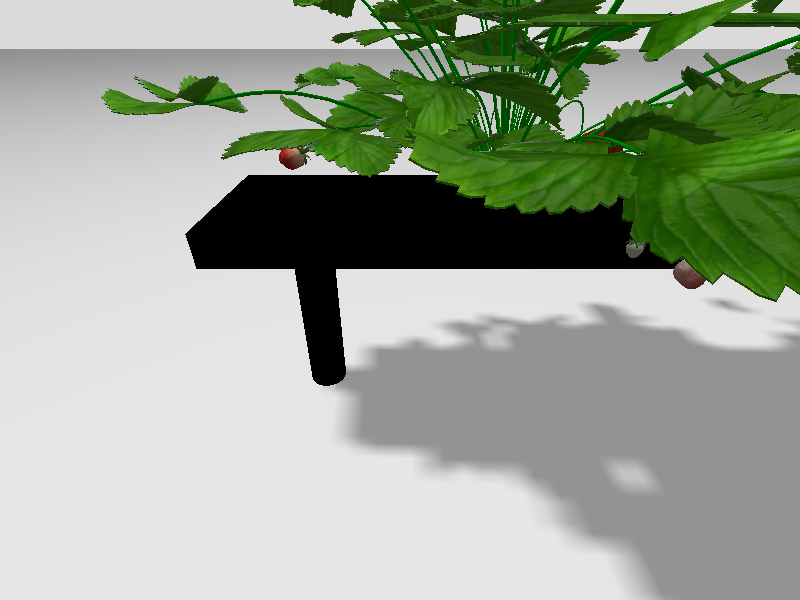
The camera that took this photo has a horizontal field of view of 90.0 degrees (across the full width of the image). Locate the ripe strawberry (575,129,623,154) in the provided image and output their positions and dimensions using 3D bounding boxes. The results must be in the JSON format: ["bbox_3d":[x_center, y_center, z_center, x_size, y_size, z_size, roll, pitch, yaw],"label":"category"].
[{"bbox_3d":[0.205,-0.155,0.412,0.049,0.042,0.049,-20,39,-28],"label":"ripe strawberry"}]

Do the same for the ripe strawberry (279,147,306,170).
[{"bbox_3d":[-0.114,-0.152,0.424,0.030,0.025,0.030,-3,29,29],"label":"ripe strawberry"}]

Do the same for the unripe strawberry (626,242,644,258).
[{"bbox_3d":[0.147,-0.032,0.251,0.011,0.011,0.010,-14,36,-20],"label":"unripe strawberry"}]

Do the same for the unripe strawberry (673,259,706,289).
[{"bbox_3d":[0.166,-0.015,0.227,0.019,0.017,0.017,-15,4,-22],"label":"unripe strawberry"}]

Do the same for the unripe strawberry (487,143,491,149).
[{"bbox_3d":[0.105,-0.185,0.474,0.011,0.010,0.010,3,34,5],"label":"unripe strawberry"}]
